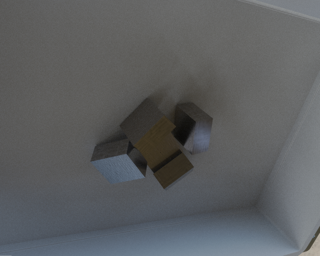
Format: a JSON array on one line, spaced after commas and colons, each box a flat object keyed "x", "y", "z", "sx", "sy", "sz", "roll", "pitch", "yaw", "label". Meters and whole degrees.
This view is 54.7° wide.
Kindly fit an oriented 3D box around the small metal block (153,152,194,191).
[{"x": 0.020, "y": 0.063, "z": 0.442, "sx": 0.050, "sy": 0.025, "sz": 0.050, "roll": -36, "pitch": 166, "yaw": -5, "label": "small metal block"}]

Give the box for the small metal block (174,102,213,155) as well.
[{"x": 0.043, "y": 0.000, "z": 0.415, "sx": 0.025, "sy": 0.050, "sz": 0.050, "roll": -12, "pitch": 123, "yaw": -24, "label": "small metal block"}]

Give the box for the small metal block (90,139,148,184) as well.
[{"x": -0.051, "y": 0.043, "z": 0.392, "sx": 0.050, "sy": 0.025, "sz": 0.050, "roll": -14, "pitch": 133, "yaw": 20, "label": "small metal block"}]

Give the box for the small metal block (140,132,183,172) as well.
[{"x": -0.004, "y": 0.026, "z": 0.421, "sx": 0.050, "sy": 0.025, "sz": 0.050, "roll": -36, "pitch": 130, "yaw": -4, "label": "small metal block"}]

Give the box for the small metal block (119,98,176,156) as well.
[{"x": -0.016, "y": -0.002, "z": 0.381, "sx": 0.050, "sy": 0.050, "sz": 0.025, "roll": -45, "pitch": 129, "yaw": 3, "label": "small metal block"}]
